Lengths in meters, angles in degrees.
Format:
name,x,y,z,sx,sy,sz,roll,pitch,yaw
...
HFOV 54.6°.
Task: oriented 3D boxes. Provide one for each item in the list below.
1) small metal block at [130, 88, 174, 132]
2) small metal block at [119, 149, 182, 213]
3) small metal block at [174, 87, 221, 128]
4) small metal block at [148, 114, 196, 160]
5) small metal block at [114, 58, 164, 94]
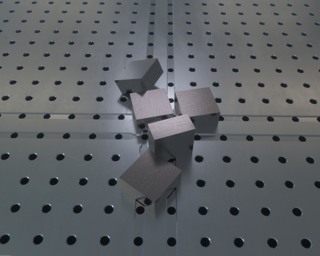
name,x,y,z,sx,sy,sz,roll,pitch,yaw
small metal block,-0.012,-0.026,0.430,0.050,0.025,0.050,-10,51,-9
small metal block,-0.010,0.060,0.358,0.050,0.025,0.050,31,56,23
small metal block,0.051,-0.028,0.432,0.050,0.025,0.050,-9,51,-7
small metal block,0.013,0.014,0.380,0.050,0.050,0.025,-15,52,-12
small metal block,-0.031,-0.077,0.460,0.050,0.025,0.050,2,45,34
